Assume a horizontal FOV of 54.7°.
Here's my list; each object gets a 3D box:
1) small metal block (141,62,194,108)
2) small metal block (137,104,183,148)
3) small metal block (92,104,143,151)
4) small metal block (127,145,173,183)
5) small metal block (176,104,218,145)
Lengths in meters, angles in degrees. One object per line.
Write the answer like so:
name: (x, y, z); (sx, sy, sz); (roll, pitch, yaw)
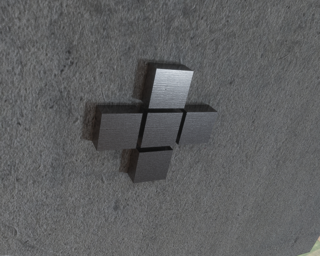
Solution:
small metal block: (0.008, -0.052, 0.382); (0.050, 0.025, 0.050); (-2, 119, -28)
small metal block: (-0.003, -0.003, 0.407); (0.050, 0.025, 0.050); (-2, 119, -28)
small metal block: (-0.053, -0.001, 0.380); (0.050, 0.025, 0.050); (-2, 119, -28)
small metal block: (-0.014, 0.047, 0.431); (0.050, 0.025, 0.050); (-2, 120, -28)
small metal block: (0.047, -0.005, 0.433); (0.050, 0.025, 0.050); (-2, 119, -28)
